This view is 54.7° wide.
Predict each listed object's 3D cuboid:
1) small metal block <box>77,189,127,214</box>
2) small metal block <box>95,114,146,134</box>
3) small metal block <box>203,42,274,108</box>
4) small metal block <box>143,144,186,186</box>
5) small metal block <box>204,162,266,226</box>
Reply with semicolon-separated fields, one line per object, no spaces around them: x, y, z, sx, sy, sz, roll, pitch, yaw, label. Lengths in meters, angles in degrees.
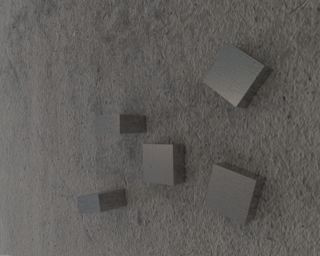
-0.086;0.109;0.460;0.050;0.050;0.025;-16;80;39;small metal block
-0.055;-0.005;0.434;0.050;0.050;0.025;-1;90;40;small metal block
0.084;-0.057;0.336;0.050;0.025;0.050;45;117;30;small metal block
0.005;0.045;0.401;0.050;0.025;0.050;-2;89;40;small metal block
0.081;0.070;0.338;0.050;0.025;0.050;19;102;38;small metal block
